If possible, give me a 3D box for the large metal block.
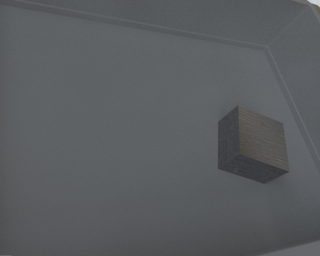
[{"bbox_3d":[0.131,0.025,0.444,0.080,0.050,0.080,19,54,-17],"label":"large metal block"}]
